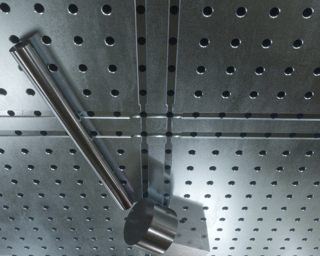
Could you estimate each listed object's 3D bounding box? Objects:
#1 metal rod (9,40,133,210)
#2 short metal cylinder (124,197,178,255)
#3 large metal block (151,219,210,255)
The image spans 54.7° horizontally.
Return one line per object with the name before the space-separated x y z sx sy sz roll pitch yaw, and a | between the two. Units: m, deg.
metal rod | -0.104 0.019 0.426 0.025 0.025 0.299 -14 129 12
short metal cylinder | -0.016 0.162 0.514 0.050 0.080 0.080 33 123 -25
large metal block | 0.036 0.219 0.582 0.080 0.050 0.079 20 127 -16
